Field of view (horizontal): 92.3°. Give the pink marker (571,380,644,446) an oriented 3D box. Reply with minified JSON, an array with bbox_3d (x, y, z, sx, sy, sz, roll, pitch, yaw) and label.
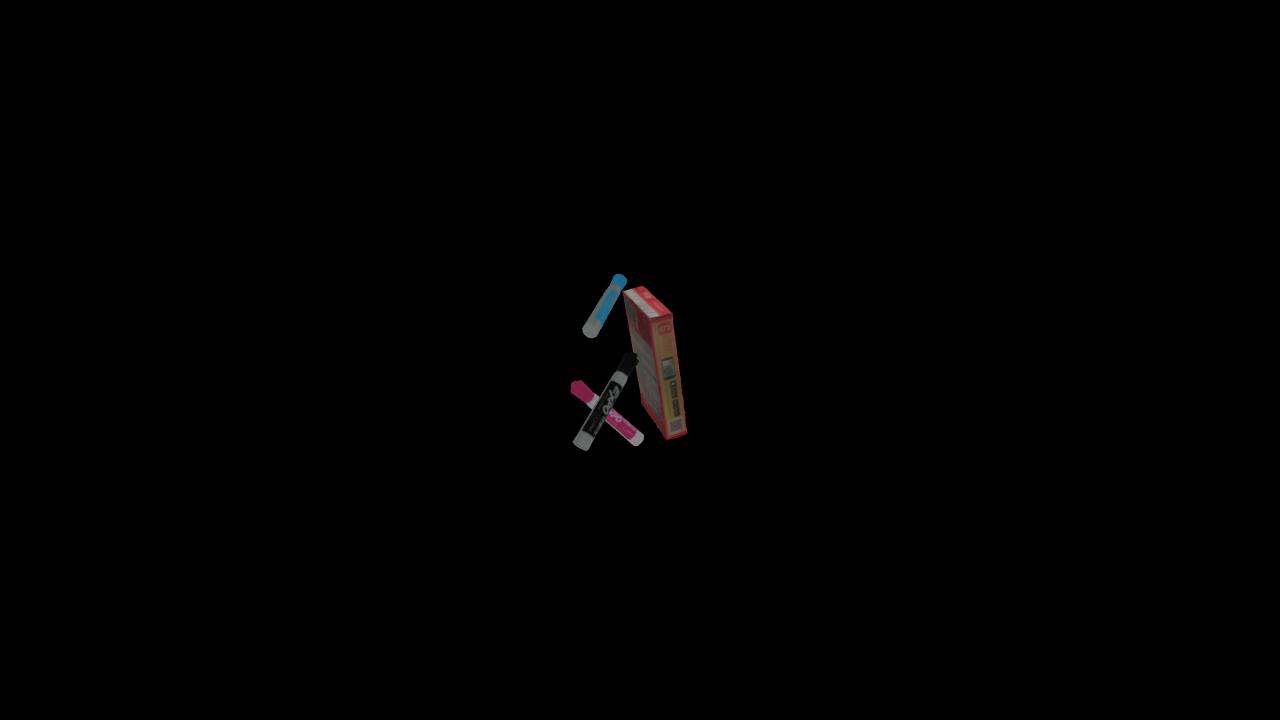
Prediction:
[{"bbox_3d":[-0.039,0.063,0.732,0.020,0.020,0.121,0,-37,50],"label":"pink marker"}]

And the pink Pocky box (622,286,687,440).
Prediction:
[{"bbox_3d":[0.017,0.004,0.677,0.029,0.155,0.084,-17,31,-13],"label":"pink Pocky box"}]

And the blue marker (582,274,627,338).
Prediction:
[{"bbox_3d":[-0.040,-0.068,0.734,0.020,0.020,0.121,0,37,20],"label":"blue marker"}]

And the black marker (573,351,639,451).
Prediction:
[{"bbox_3d":[-0.035,0.042,0.669,0.020,0.121,0.020,27,-18,10],"label":"black marker"}]
